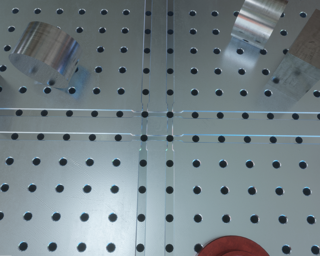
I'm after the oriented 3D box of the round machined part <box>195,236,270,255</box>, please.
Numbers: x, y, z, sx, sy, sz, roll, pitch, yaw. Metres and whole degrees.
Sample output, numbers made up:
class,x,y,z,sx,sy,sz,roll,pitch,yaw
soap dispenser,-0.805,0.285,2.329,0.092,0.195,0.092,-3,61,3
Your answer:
class,x,y,z,sx,sy,sz,roll,pitch,yaw
round machined part,0.084,0.170,0.341,0.099,0.042,0.098,0,70,0

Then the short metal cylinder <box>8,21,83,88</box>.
class,x,y,z,sx,sy,sz,roll,pitch,yaw
short metal cylinder,-0.151,-0.096,0.416,0.080,0.080,0.050,18,71,6

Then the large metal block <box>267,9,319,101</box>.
class,x,y,z,sx,sy,sz,roll,pitch,yaw
large metal block,0.198,-0.096,0.419,0.050,0.080,0.080,33,73,11

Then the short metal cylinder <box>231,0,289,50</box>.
class,x,y,z,sx,sy,sz,roll,pitch,yaw
short metal cylinder,0.143,-0.159,0.441,0.050,0.080,0.080,28,72,10
